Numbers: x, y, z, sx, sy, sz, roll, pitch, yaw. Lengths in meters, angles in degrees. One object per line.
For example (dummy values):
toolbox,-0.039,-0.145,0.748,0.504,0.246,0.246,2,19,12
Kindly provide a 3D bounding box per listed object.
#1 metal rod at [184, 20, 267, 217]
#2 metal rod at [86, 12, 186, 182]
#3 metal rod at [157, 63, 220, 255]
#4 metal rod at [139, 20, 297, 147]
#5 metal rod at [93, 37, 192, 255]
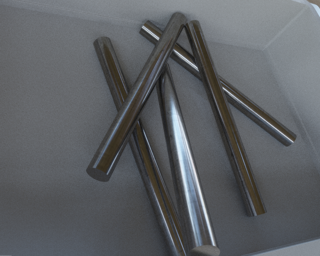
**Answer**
metal rod,0.089,-0.025,0.447,0.025,0.025,0.299,-6,71,-31
metal rod,-0.016,-0.063,0.401,0.025,0.025,0.300,30,52,-9
metal rod,0.017,0.002,0.345,0.025,0.025,0.300,17,34,-19
metal rod,0.095,-0.070,0.498,0.301,0.025,0.025,37,51,-4
metal rod,-0.028,0.011,0.383,0.025,0.025,0.299,-9,66,-32
